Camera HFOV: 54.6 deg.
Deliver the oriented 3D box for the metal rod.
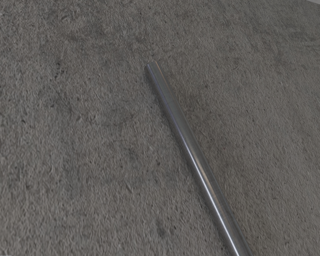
[{"bbox_3d":[0.047,0.040,0.403,0.025,0.025,0.299,-12,68,-33],"label":"metal rod"}]
